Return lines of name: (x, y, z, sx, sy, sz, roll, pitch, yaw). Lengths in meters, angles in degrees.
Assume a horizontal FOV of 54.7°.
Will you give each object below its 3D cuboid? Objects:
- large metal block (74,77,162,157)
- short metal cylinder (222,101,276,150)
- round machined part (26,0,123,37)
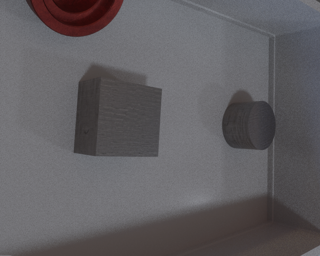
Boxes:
large metal block: (-0.047, -0.009, 0.353, 0.081, 0.050, 0.080, 5, 87, -40)
short metal cylinder: (0.150, -0.004, 0.519, 0.081, 0.050, 0.079, 0, 90, -40)
round machined part: (-0.086, -0.144, 0.305, 0.099, 0.042, 0.097, -27, 141, -24)
